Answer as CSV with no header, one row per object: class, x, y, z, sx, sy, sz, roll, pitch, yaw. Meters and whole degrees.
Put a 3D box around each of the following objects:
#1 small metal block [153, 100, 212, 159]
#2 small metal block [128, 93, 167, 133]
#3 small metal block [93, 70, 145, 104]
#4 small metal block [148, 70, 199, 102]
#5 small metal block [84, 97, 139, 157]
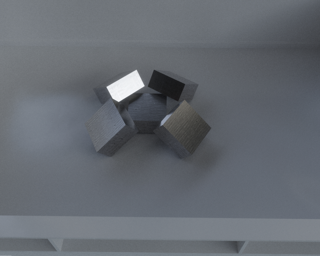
small metal block,0.028,0.002,0.386,0.050,0.025,0.050,46,57,-8
small metal block,-0.017,-0.020,0.419,0.050,0.025,0.050,1,50,1
small metal block,-0.058,-0.057,0.434,0.050,0.025,0.050,-35,21,-25
small metal block,0.019,-0.060,0.437,0.050,0.025,0.050,28,19,21
small metal block,-0.062,-0.001,0.388,0.050,0.025,0.050,-42,54,14
